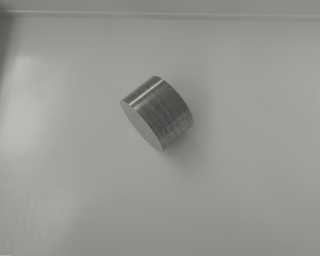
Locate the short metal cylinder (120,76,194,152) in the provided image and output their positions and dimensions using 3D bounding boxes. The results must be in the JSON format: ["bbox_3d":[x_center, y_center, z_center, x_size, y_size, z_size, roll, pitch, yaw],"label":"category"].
[{"bbox_3d":[-0.004,-0.017,0.384,0.050,0.080,0.080,-40,75,-13],"label":"short metal cylinder"}]
